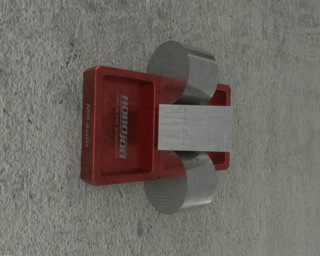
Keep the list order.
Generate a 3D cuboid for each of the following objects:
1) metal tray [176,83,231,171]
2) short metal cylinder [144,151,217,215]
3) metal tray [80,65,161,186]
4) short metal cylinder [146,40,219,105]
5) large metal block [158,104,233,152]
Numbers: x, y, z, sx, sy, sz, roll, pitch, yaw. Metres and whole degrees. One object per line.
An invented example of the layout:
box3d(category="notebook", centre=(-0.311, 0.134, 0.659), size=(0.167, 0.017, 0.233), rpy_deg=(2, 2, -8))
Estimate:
box3d(category="metal tray", centre=(0.064, -0.002, 0.457), size=(0.091, 0.030, 0.129), rpy_deg=(2, 89, -40))
box3d(category="short metal cylinder", centre=(0.024, 0.065, 0.391), size=(0.050, 0.080, 0.080), rpy_deg=(3, 89, -40))
box3d(category="metal tray", centre=(-0.044, -0.002, 0.366), size=(0.091, 0.030, 0.129), rpy_deg=(2, 89, -40))
box3d(category="short metal cylinder", centre=(0.027, -0.065, 0.392), size=(0.050, 0.080, 0.080), rpy_deg=(3, 89, -40))
box3d(category="large metal block", centre=(0.039, 0.000, 0.376), size=(0.081, 0.080, 0.050), rpy_deg=(2, 90, 0))
